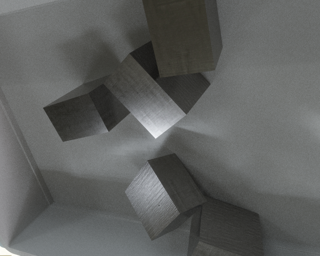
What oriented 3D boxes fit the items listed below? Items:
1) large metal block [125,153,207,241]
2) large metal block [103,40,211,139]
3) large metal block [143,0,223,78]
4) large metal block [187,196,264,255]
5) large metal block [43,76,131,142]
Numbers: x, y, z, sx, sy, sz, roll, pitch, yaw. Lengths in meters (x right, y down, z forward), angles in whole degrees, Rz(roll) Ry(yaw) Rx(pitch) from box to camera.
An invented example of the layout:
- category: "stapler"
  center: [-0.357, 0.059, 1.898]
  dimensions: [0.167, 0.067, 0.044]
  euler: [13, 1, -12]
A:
- category: "large metal block"
  center: [0.005, 0.094, 0.428]
  dimensions: [0.080, 0.050, 0.080]
  euler: [56, 134, 25]
- category: "large metal block"
  center: [0.000, -0.049, 0.343]
  dimensions: [0.080, 0.080, 0.050]
  euler: [47, 129, -5]
- category: "large metal block"
  center: [0.025, -0.101, 0.292]
  dimensions: [0.050, 0.080, 0.080]
  euler: [-5, 117, 19]
- category: "large metal block"
  center: [0.084, 0.145, 0.405]
  dimensions: [0.080, 0.080, 0.050]
  euler: [19, 121, 1]
- category: "large metal block"
  center: [-0.085, -0.029, 0.400]
  dimensions: [0.080, 0.080, 0.050]
  euler: [-11, 113, 33]
